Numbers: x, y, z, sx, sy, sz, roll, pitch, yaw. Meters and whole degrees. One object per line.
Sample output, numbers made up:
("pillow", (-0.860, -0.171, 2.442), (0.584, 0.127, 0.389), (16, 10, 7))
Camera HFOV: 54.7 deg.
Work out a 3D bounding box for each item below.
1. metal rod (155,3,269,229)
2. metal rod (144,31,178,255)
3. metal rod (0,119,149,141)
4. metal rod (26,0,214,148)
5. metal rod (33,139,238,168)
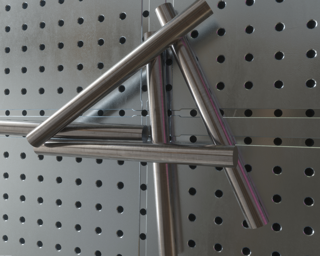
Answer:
("metal rod", (0.062, -0.021, 0.390), (0.025, 0.025, 0.299), (-25, 82, 18))
("metal rod", (0.001, 0.023, 0.411), (0.025, 0.025, 0.298), (-4, 89, 19))
("metal rod", (-0.162, 0.002, 0.467), (0.301, 0.025, 0.025), (3, 91, 19))
("metal rod", (-0.063, -0.064, 0.405), (0.300, 0.025, 0.025), (-34, 79, 16))
("metal rod", (-0.051, 0.030, 0.408), (0.301, 0.025, 0.025), (1, 90, 27))
